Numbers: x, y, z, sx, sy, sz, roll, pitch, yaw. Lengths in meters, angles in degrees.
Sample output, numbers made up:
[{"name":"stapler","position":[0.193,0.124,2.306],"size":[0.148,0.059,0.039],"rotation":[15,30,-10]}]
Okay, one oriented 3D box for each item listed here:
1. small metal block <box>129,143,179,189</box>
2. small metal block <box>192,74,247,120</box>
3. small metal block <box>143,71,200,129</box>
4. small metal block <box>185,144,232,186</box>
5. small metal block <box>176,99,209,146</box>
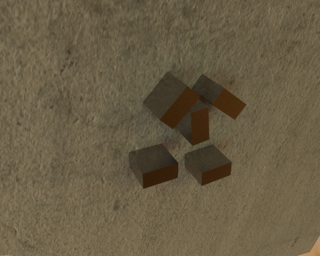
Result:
[{"name":"small metal block","position":[-0.009,0.050,0.418],"size":[0.050,0.050,0.025],"rotation":[-14,124,-21]},{"name":"small metal block","position":[0.077,-0.041,0.409],"size":[0.050,0.050,0.025],"rotation":[27,104,-38]},{"name":"small metal block","position":[0.013,-0.035,0.378],"size":[0.025,0.050,0.050],"rotation":[34,99,-39]},{"name":"small metal block","position":[0.071,0.055,0.466],"size":[0.050,0.050,0.025],"rotation":[-17,125,-19]},{"name":"small metal block","position":[0.040,-0.013,0.406],"size":[0.025,0.050,0.050],"rotation":[-20,126,-17]}]
